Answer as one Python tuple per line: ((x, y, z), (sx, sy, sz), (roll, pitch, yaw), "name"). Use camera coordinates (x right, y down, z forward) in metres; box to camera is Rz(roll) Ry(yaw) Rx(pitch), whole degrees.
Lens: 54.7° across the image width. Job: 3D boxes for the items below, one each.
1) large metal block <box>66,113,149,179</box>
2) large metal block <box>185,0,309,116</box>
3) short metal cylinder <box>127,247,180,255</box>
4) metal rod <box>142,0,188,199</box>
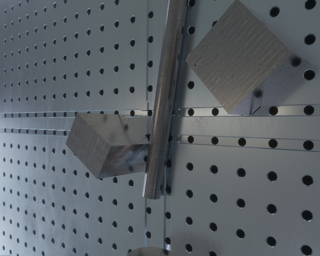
((-0.069, 0.022, 0.431), (0.080, 0.081, 0.050), (39, 114, 33), "large metal block")
((0.087, -0.070, 0.321), (0.080, 0.050, 0.080), (-48, 62, 29), "large metal block")
((-0.007, 0.190, 0.379), (0.080, 0.081, 0.050), (16, 100, 39), "short metal cylinder")
((0.008, -0.055, 0.402), (0.025, 0.025, 0.298), (13, 98, 39), "metal rod")
